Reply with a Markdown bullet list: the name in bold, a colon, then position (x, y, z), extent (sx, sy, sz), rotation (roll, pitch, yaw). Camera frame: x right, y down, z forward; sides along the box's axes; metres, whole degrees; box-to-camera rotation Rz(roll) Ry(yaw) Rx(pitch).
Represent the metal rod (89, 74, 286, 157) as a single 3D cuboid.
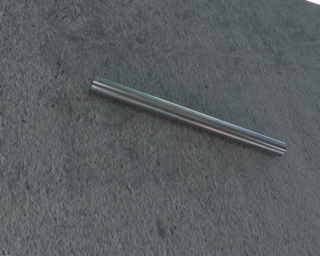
- **metal rod**: position (0.051, -0.011, 0.437), extent (0.302, 0.025, 0.025), rotation (18, 55, -18)
